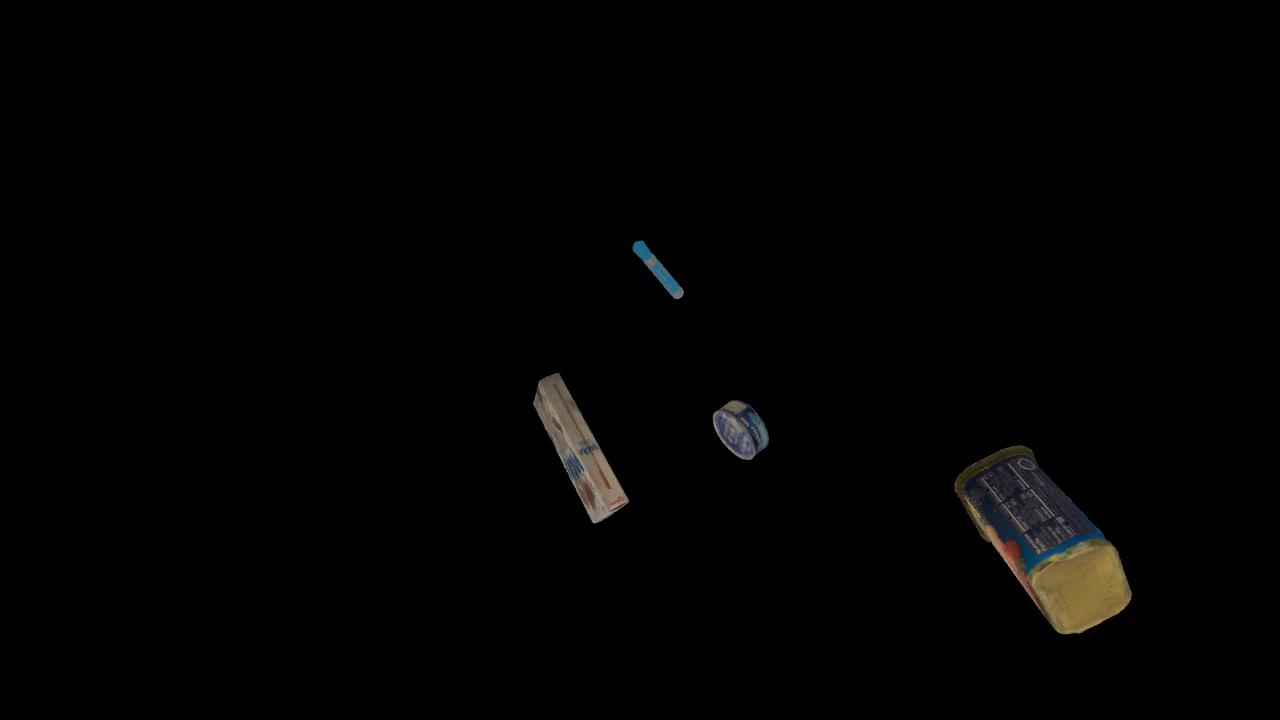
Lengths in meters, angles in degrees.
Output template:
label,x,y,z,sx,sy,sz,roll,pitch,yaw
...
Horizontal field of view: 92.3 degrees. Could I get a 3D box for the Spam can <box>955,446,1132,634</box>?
label,x,y,z,sx,sy,sz,roll,pitch,yaw
Spam can,0.274,0.123,0.418,0.058,0.101,0.085,-34,33,14

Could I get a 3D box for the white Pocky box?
label,x,y,z,sx,sy,sz,roll,pitch,yaw
white Pocky box,-0.067,0.095,0.658,0.028,0.154,0.084,-24,-14,-23

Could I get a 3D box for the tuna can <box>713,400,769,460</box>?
label,x,y,z,sx,sy,sz,roll,pitch,yaw
tuna can,0.145,0.100,0.882,0.034,0.084,0.084,-33,14,-22

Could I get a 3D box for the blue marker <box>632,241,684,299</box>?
label,x,y,z,sx,sy,sz,roll,pitch,yaw
blue marker,0.026,-0.126,0.860,0.020,0.020,0.121,0,-29,36
